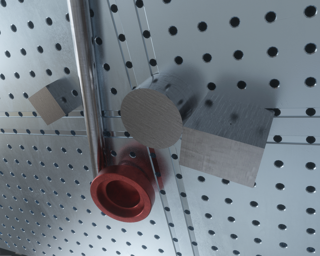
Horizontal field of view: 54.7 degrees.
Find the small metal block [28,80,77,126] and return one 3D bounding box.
[{"bbox_3d":[-0.164,-0.038,0.472,0.050,0.025,0.050,-22,107,36],"label":"small metal block"}]

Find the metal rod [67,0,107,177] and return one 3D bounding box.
[{"bbox_3d":[-0.097,-0.039,0.436,0.025,0.025,0.298,13,124,20],"label":"metal rod"}]

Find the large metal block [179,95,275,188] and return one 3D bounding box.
[{"bbox_3d":[0.075,0.010,0.342,0.080,0.080,0.050,16,125,18],"label":"large metal block"}]

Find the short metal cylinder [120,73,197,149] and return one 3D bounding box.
[{"bbox_3d":[-0.001,-0.021,0.381,0.080,0.050,0.079,13,124,20],"label":"short metal cylinder"}]

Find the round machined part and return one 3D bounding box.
[{"bbox_3d":[-0.054,0.096,0.481,0.098,0.042,0.097,8,122,14],"label":"round machined part"}]
